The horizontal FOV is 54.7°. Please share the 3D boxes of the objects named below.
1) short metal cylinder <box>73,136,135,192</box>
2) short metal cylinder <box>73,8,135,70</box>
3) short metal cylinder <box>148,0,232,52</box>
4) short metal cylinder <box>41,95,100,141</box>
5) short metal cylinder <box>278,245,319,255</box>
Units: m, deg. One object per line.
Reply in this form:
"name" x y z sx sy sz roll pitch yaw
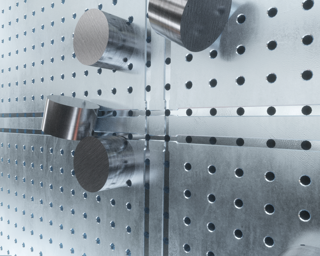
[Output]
"short metal cylinder" -0.083 0.051 0.459 0.080 0.050 0.079 0 90 39
"short metal cylinder" -0.083 -0.129 0.459 0.080 0.050 0.079 0 90 39
"short metal cylinder" 0.034 -0.132 0.344 0.050 0.081 0.079 38 113 33
"short metal cylinder" -0.140 -0.017 0.486 0.080 0.081 0.050 23 105 37
"short metal cylinder" 0.133 0.155 0.282 0.080 0.050 0.079 0 90 39
